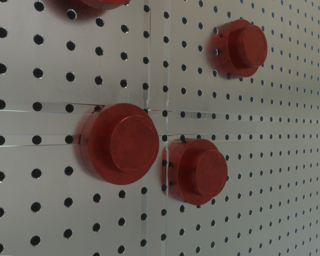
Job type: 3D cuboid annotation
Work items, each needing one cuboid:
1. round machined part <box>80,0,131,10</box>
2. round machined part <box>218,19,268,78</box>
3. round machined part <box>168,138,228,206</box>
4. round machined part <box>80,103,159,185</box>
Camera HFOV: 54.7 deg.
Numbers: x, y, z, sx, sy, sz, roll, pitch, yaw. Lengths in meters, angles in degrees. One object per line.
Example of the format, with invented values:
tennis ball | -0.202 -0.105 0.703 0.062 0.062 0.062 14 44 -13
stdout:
round machined part | -0.070 -0.179 0.340 0.099 0.042 0.097 1 89 -40
round machined part | 0.145 -0.135 0.522 0.099 0.042 0.097 0 90 -40
round machined part | 0.061 0.064 0.452 0.099 0.042 0.097 0 90 -40
round machined part | -0.040 0.019 0.367 0.099 0.042 0.097 0 90 -40
